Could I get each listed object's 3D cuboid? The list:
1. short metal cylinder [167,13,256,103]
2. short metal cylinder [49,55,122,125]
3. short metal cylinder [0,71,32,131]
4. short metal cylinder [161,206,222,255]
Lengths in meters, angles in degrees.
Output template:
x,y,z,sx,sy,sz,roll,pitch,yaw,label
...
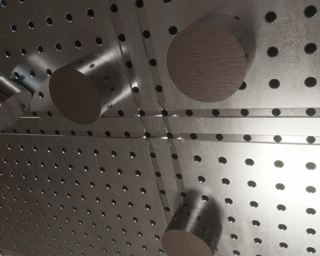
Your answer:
x,y,z,sx,sy,sz,roll,pitch,yaw,label
0.054,-0.073,0.321,0.080,0.050,0.079,13,124,20,short metal cylinder
-0.099,-0.051,0.414,0.080,0.050,0.079,13,124,20,short metal cylinder
-0.248,-0.041,0.478,0.050,0.080,0.080,38,129,2,short metal cylinder
0.049,0.166,0.471,0.080,0.050,0.079,13,124,20,short metal cylinder
